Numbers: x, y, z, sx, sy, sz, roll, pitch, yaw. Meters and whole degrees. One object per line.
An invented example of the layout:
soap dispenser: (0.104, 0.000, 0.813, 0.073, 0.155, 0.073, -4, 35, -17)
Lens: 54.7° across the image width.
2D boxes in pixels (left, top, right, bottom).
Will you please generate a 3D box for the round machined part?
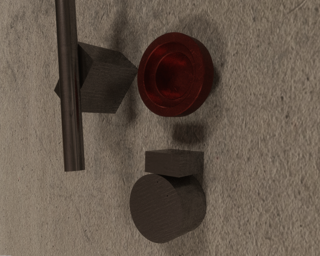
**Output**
round machined part: (0.022, -0.062, 0.374, 0.098, 0.042, 0.097, 0, 90, 39)

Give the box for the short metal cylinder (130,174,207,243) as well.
short metal cylinder: (0.009, 0.093, 0.379, 0.080, 0.050, 0.079, 0, 90, 39)

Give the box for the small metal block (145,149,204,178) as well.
small metal block: (0.018, 0.041, 0.372, 0.050, 0.050, 0.025, 2, 92, 39)

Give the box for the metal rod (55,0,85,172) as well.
metal rod: (-0.117, -0.096, 0.394, 0.025, 0.025, 0.298, -7, 85, 39)

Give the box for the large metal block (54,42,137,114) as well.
large metal block: (-0.090, -0.068, 0.441, 0.050, 0.081, 0.080, 47, 118, 29)
